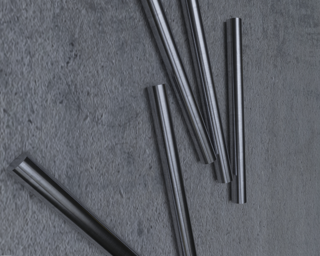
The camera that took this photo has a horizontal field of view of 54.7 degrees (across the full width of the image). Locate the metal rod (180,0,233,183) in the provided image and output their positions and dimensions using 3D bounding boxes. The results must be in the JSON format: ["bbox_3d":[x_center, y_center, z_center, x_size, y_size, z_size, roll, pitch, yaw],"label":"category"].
[{"bbox_3d":[0.070,-0.060,0.462,0.025,0.025,0.298,-22,104,-38],"label":"metal rod"}]

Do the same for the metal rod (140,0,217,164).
[{"bbox_3d":[0.020,-0.084,0.420,0.025,0.025,0.299,-34,111,-35],"label":"metal rod"}]

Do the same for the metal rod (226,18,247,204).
[{"bbox_3d":[0.126,-0.027,0.509,0.025,0.025,0.298,-4,93,-40],"label":"metal rod"}]

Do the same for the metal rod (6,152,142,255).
[{"bbox_3d":[-0.053,0.138,0.360,0.025,0.025,0.300,-53,121,-27],"label":"metal rod"}]

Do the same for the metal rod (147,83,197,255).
[{"bbox_3d":[0.023,0.089,0.423,0.025,0.025,0.298,-18,102,-39],"label":"metal rod"}]
